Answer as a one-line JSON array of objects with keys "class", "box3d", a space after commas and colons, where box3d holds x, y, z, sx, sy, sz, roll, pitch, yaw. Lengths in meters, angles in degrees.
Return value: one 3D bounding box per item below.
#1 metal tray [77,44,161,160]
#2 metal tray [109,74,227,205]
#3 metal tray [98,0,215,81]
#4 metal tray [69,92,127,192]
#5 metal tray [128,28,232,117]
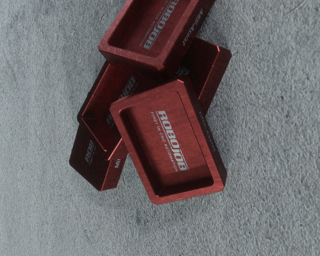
[{"class": "metal tray", "box3d": [-0.052, -0.033, 0.405, 0.090, 0.030, 0.129, 49, 118, 28]}, {"class": "metal tray", "box3d": [0.011, 0.016, 0.348, 0.090, 0.030, 0.129, -18, 103, 22]}, {"class": "metal tray", "box3d": [-0.001, -0.125, 0.358, 0.090, 0.030, 0.130, 22, 76, 27]}, {"class": "metal tray", "box3d": [-0.088, 0.018, 0.472, 0.090, 0.030, 0.129, 31, 109, 35]}, {"class": "metal tray", "box3d": [0.014, -0.076, 0.390, 0.130, 0.030, 0.089, 34, 110, 34]}]
